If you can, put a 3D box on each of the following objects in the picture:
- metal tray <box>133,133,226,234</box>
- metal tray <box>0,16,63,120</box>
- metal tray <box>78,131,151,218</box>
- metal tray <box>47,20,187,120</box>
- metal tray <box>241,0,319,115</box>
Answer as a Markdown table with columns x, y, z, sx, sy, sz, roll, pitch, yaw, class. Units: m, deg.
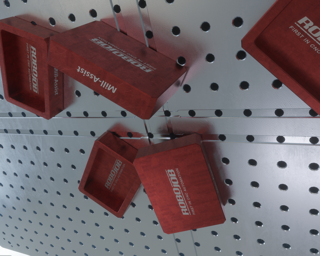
| x | y | z | sx | sy | sz | roll | pitch | yaw | class |
| --- | --- | --- | --- | --- | --- | --- | --- | --- | --- |
| 0.029 | 0.079 | 0.423 | 0.090 | 0.030 | 0.129 | -16 | 112 | 13 | metal tray |
| -0.189 | -0.085 | 0.456 | 0.090 | 0.030 | 0.129 | 23 | 127 | 14 | metal tray |
| -0.074 | 0.078 | 0.495 | 0.090 | 0.030 | 0.129 | 33 | 129 | 6 | metal tray |
| -0.046 | -0.070 | 0.350 | 0.130 | 0.090 | 0.030 | 31 | 128 | 8 | metal tray |
| 0.153 | -0.071 | 0.283 | 0.130 | 0.030 | 0.090 | 41 | 129 | 0 | metal tray |
